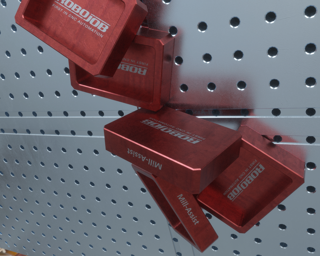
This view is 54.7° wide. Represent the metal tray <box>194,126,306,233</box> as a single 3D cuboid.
[{"bbox_3d":[0.105,0.070,0.394,0.090,0.030,0.129,33,129,5],"label":"metal tray"}]

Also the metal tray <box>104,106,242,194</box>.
[{"bbox_3d":[0.013,0.015,0.349,0.130,0.091,0.030,22,126,34],"label":"metal tray"}]

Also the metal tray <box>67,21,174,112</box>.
[{"bbox_3d":[-0.052,-0.080,0.383,0.130,0.030,0.089,16,125,18],"label":"metal tray"}]

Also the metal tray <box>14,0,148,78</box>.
[{"bbox_3d":[-0.090,-0.125,0.342,0.130,0.030,0.090,35,104,14],"label":"metal tray"}]

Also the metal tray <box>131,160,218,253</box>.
[{"bbox_3d":[0.018,0.100,0.428,0.130,0.030,0.090,59,162,-14],"label":"metal tray"}]
